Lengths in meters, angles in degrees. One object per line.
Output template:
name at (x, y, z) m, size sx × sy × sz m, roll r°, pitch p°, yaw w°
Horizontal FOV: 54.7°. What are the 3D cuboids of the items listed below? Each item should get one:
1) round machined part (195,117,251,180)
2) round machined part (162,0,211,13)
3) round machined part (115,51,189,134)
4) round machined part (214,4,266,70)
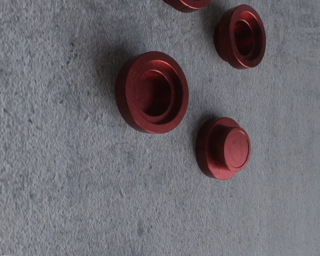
round machined part at (0.104, 0.032, 0.480) m, size 0.099 × 0.042 × 0.097 m, roll 0°, pitch 90°, yaw -40°
round machined part at (0.028, -0.204, 0.416) m, size 0.099 × 0.042 × 0.097 m, roll 0°, pitch 90°, yaw -40°
round machined part at (-0.014, -0.042, 0.382) m, size 0.099 × 0.042 × 0.097 m, roll 0°, pitch 90°, yaw -40°
round machined part at (0.125, -0.143, 0.498) m, size 0.099 × 0.042 × 0.097 m, roll 0°, pitch 90°, yaw -40°
